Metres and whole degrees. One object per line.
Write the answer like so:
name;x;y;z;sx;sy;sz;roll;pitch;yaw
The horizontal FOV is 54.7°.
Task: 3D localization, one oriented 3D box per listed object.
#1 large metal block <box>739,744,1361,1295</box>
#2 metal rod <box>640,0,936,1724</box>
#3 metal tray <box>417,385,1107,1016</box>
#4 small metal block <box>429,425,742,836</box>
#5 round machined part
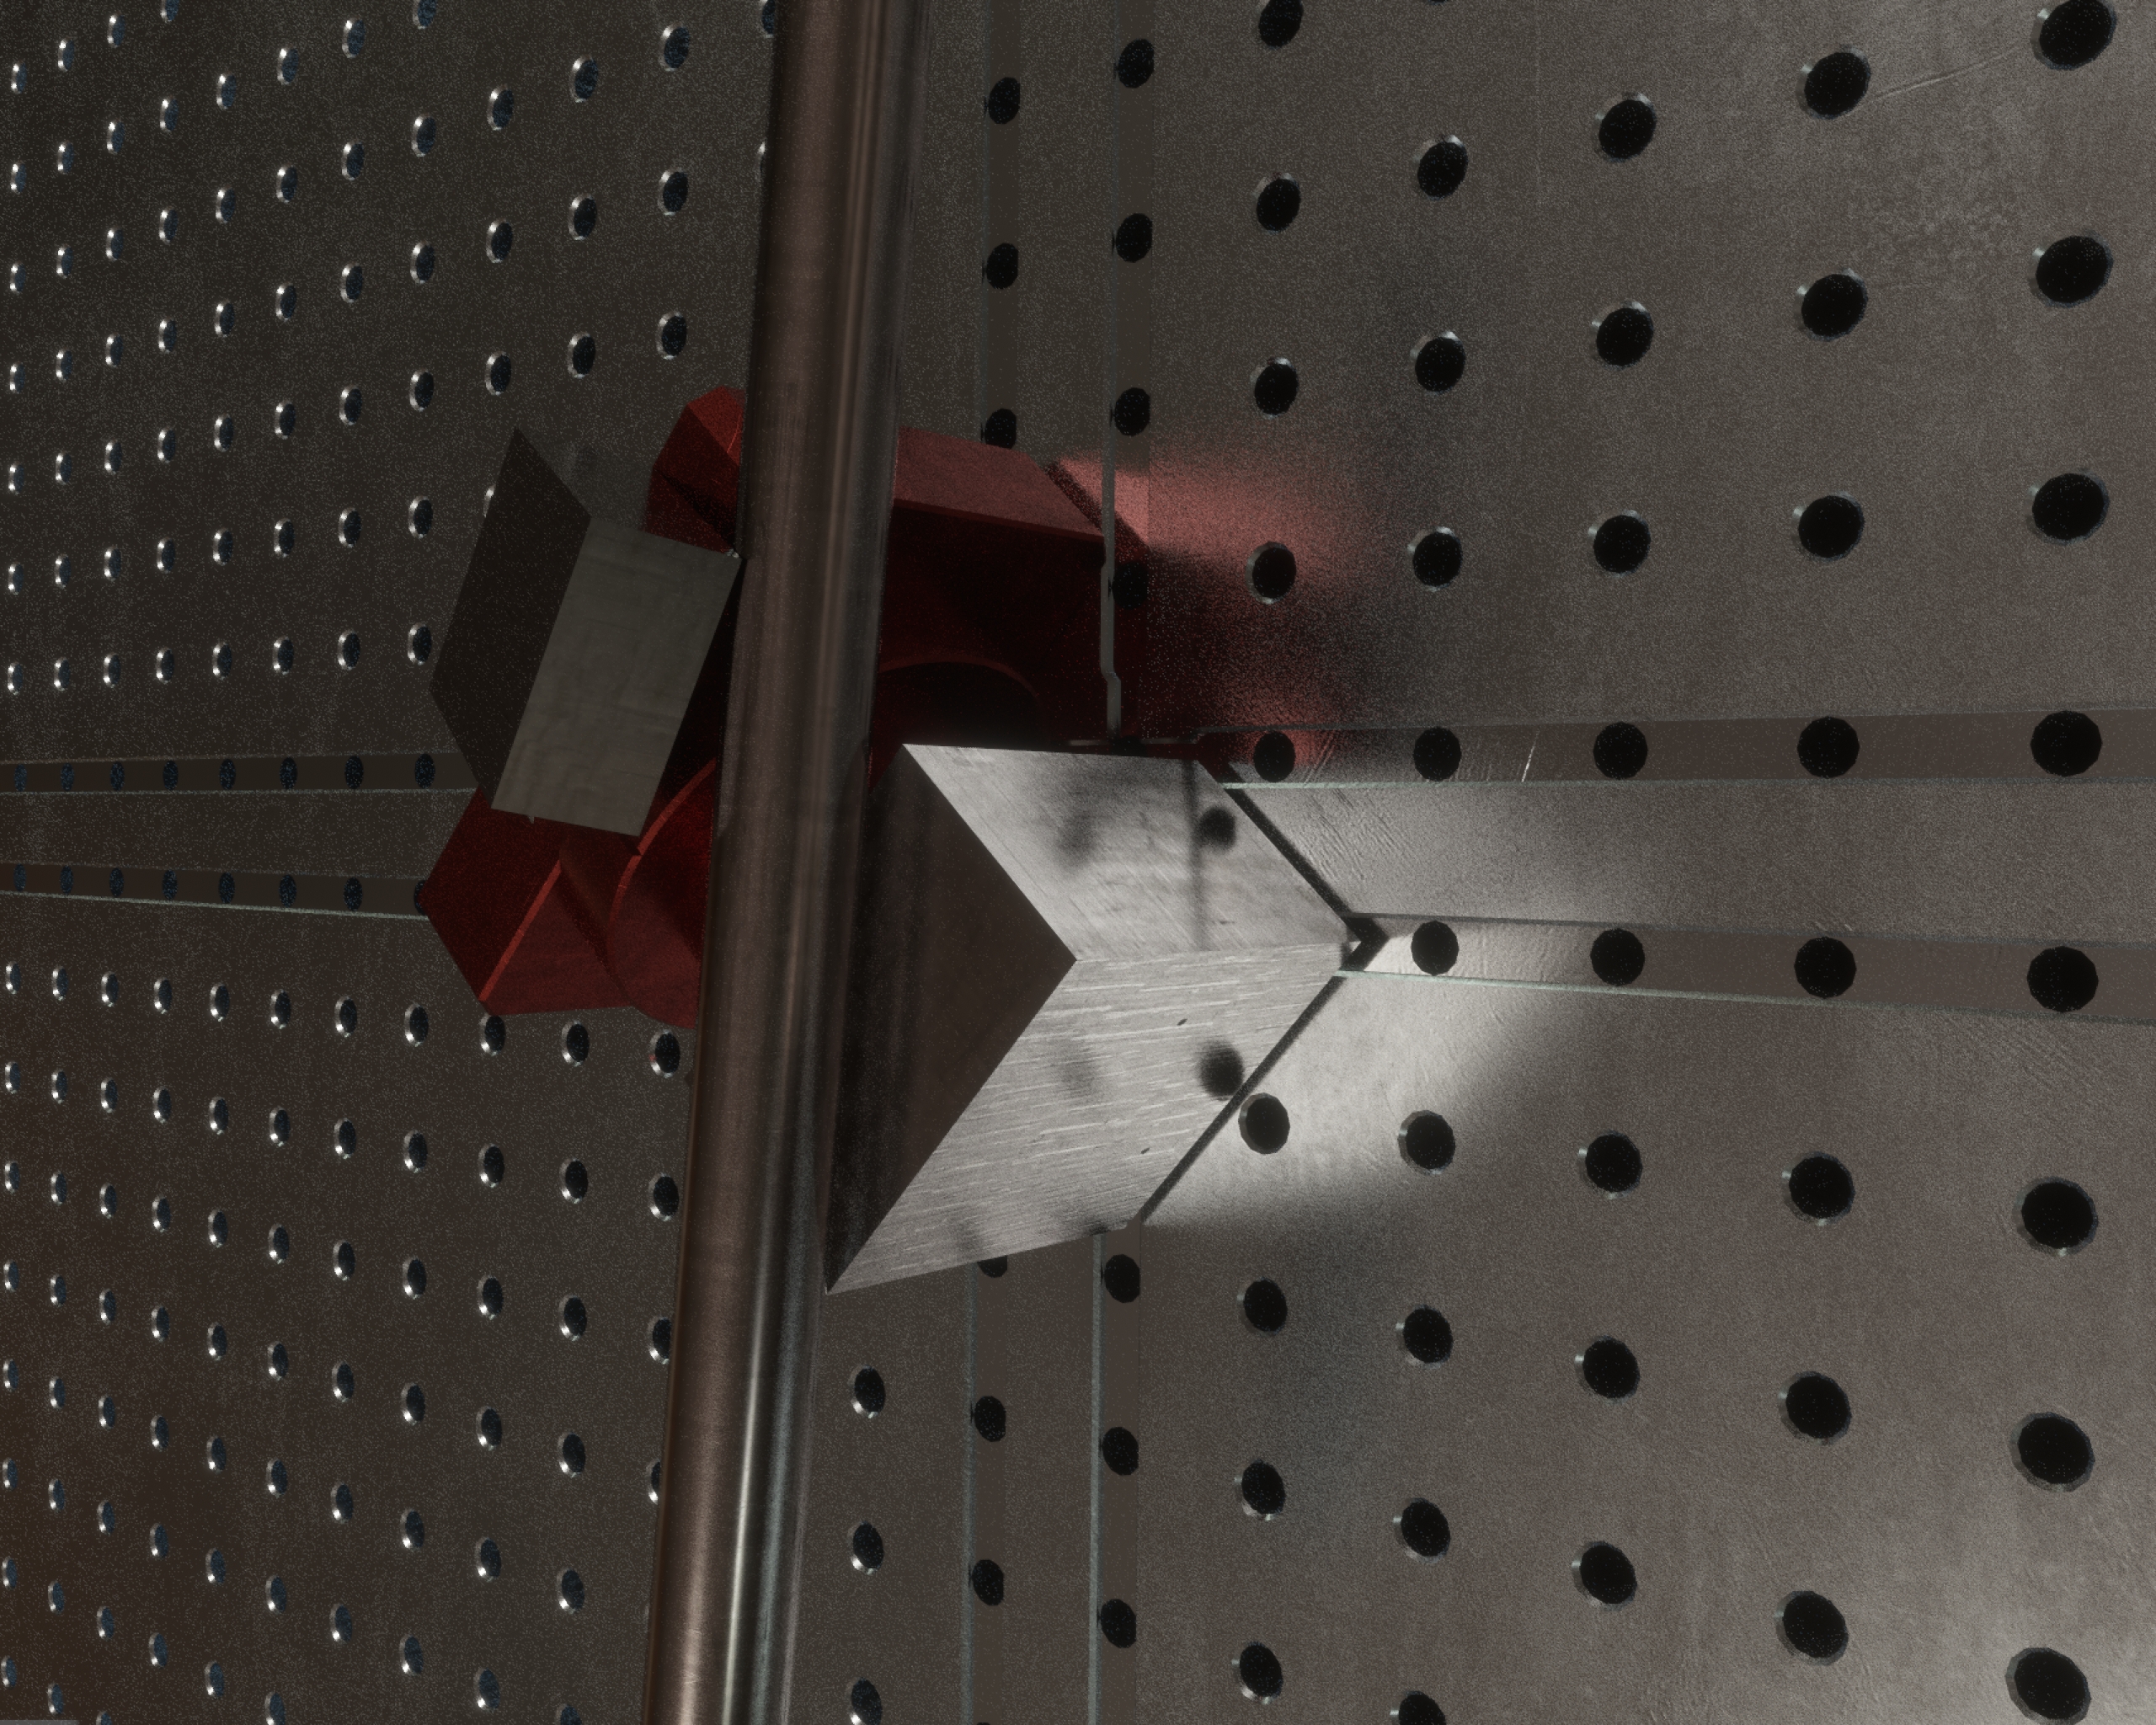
large metal block;-0.010;0.027;0.376;0.050;0.081;0.080;50;119;28
metal rod;-0.049;0.011;0.343;0.025;0.025;0.298;9;96;39
metal tray;-0.063;-0.027;0.416;0.030;0.091;0.129;51;119;28
small metal block;-0.084;-0.039;0.349;0.050;0.025;0.050;45;117;51
round machined part;-0.045;-0.001;0.402;0.042;0.099;0.097;50;119;28
